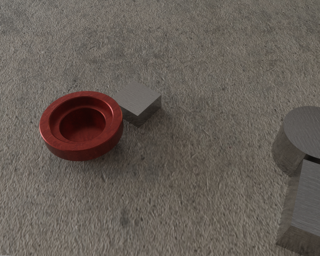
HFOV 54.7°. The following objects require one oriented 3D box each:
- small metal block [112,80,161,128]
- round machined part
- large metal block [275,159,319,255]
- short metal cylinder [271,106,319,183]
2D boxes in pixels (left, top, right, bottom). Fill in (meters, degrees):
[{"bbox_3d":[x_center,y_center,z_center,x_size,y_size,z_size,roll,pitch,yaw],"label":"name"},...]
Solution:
[{"bbox_3d":[-0.033,-0.034,0.432,0.050,0.025,0.050,30,56,23],"label":"small metal block"},{"bbox_3d":[-0.095,0.002,0.390,0.099,0.042,0.098,0,50,0],"label":"round machined part"},{"bbox_3d":[0.172,0.089,0.314,0.080,0.050,0.080,19,53,15],"label":"large metal block"},{"bbox_3d":[0.182,0.019,0.373,0.081,0.050,0.080,0,50,0],"label":"short metal cylinder"}]
